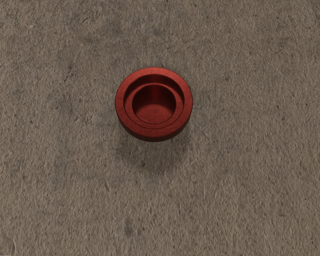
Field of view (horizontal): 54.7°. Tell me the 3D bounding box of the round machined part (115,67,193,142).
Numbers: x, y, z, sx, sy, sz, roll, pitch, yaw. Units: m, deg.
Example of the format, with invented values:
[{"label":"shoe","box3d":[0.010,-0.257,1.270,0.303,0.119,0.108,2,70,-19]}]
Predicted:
[{"label":"round machined part","box3d":[-0.008,-0.027,0.409,0.099,0.042,0.098,0,70,-1]}]
